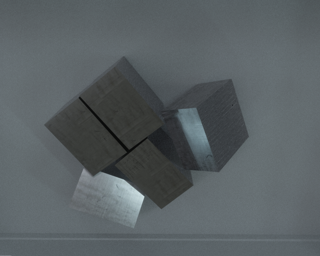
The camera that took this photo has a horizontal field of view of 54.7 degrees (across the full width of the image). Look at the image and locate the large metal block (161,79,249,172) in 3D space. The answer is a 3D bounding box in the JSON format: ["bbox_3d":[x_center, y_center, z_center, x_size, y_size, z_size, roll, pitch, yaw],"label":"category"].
[{"bbox_3d":[0.057,-0.004,0.373,0.050,0.080,0.080,-3,117,44],"label":"large metal block"}]

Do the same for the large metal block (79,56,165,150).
[{"bbox_3d":[-0.040,-0.033,0.367,0.050,0.080,0.080,-37,106,12],"label":"large metal block"}]

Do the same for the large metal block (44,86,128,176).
[{"bbox_3d":[-0.082,-0.002,0.379,0.050,0.080,0.080,-36,107,12],"label":"large metal block"}]

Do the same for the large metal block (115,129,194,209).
[{"bbox_3d":[-0.006,0.041,0.395,0.050,0.080,0.080,-40,106,13],"label":"large metal block"}]

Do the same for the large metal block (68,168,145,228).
[{"bbox_3d":[-0.069,0.090,0.406,0.080,0.080,0.050,21,74,-8],"label":"large metal block"}]
